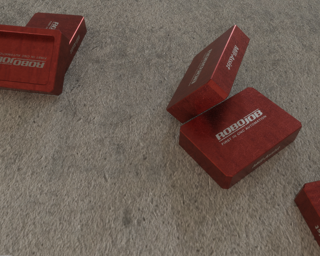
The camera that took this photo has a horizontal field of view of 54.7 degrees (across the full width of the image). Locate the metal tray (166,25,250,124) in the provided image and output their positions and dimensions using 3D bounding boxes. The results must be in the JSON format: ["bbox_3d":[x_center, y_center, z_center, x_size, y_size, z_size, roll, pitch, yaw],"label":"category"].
[{"bbox_3d":[0.066,-0.074,0.423,0.030,0.090,0.130,40,52,-15],"label":"metal tray"}]

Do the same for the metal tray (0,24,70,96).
[{"bbox_3d":[-0.205,-0.100,0.451,0.131,0.030,0.089,7,87,5],"label":"metal tray"}]

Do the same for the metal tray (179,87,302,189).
[{"bbox_3d":[0.101,0.007,0.394,0.131,0.030,0.090,-29,56,-23],"label":"metal tray"}]

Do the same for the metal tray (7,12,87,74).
[{"bbox_3d":[-0.186,-0.144,0.520,0.090,0.030,0.130,6,50,5],"label":"metal tray"}]

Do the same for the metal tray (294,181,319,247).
[{"bbox_3d":[0.209,0.110,0.308,0.091,0.030,0.130,-10,51,-8],"label":"metal tray"}]
